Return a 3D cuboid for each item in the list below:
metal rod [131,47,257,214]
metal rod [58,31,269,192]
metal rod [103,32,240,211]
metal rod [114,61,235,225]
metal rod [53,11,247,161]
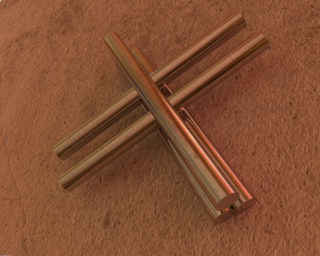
[{"bbox_3d":[0.023,-0.020,0.404,0.025,0.025,0.300,-36,51,4],"label":"metal rod"},{"bbox_3d":[0.002,-0.018,0.382,0.300,0.025,0.025,-36,51,3],"label":"metal rod"},{"bbox_3d":[-0.006,-0.033,0.363,0.025,0.025,0.300,-37,51,3],"label":"metal rod"},{"bbox_3d":[0.002,-0.008,0.408,0.025,0.025,0.300,-36,51,4],"label":"metal rod"},{"bbox_3d":[-0.016,-0.054,0.413,0.300,0.025,0.025,-36,51,3],"label":"metal rod"}]
